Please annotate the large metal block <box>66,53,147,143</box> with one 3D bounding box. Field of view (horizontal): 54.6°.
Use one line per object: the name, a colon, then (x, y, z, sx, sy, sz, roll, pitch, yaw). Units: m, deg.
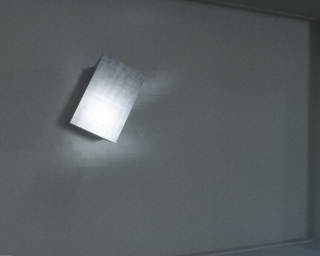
large metal block: (-0.065, -0.031, 0.357, 0.050, 0.080, 0.080, 26, 81, -18)
